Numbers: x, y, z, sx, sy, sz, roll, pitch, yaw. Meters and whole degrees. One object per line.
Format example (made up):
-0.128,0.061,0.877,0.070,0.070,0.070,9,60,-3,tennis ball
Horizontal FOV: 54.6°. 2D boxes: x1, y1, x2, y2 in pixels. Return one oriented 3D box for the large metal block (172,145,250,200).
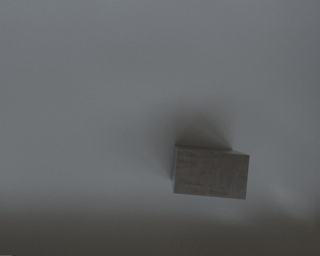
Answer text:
0.057,0.051,0.384,0.080,0.080,0.050,5,90,0,large metal block
